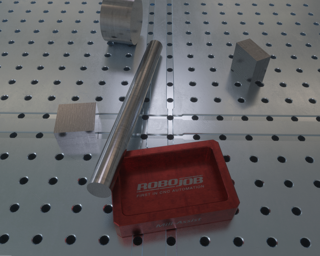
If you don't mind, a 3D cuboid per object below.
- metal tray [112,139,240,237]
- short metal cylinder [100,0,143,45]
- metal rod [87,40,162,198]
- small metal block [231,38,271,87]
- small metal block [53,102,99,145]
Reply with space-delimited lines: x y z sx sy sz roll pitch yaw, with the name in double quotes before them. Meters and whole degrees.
"metal tray" 0.012 0.064 0.350 0.131 0.030 0.090 -7 50 -6
"short metal cylinder" -0.064 -0.185 0.527 0.050 0.080 0.080 9 51 8
"metal rod" -0.034 -0.038 0.414 0.025 0.025 0.300 8 43 6
"small metal block" 0.138 -0.100 0.476 0.025 0.050 0.050 -21 53 -16
"small metal block" -0.109 -0.006 0.412 0.050 0.025 0.050 -4 50 -3
